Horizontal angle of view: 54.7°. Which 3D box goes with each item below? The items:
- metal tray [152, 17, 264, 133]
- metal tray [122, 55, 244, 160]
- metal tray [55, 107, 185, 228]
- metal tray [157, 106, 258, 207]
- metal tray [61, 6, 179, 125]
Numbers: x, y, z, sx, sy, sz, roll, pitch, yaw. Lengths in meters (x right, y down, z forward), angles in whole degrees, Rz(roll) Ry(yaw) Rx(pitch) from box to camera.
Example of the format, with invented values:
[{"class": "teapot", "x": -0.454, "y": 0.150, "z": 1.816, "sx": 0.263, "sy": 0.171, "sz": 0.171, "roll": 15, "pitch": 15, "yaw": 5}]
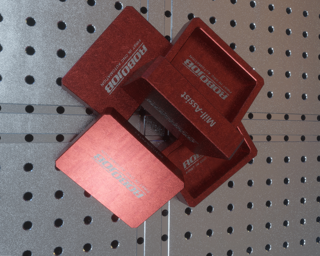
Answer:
[{"class": "metal tray", "x": 0.064, "y": -0.065, "z": 0.402, "sx": 0.130, "sy": 0.030, "sz": 0.090, "roll": 38, "pitch": 78, "yaw": -17}, {"class": "metal tray", "x": 0.023, "y": -0.019, "z": 0.355, "sx": 0.130, "sy": 0.090, "sz": 0.030, "roll": 42, "pitch": 77, "yaw": -16}, {"class": "metal tray", "x": -0.045, "y": 0.050, "z": 0.374, "sx": 0.090, "sy": 0.030, "sz": 0.130, "roll": -43, "pitch": 105, "yaw": 11}, {"class": "metal tray", "x": 0.065, "y": 0.035, "z": 0.434, "sx": 0.131, "sy": 0.030, "sz": 0.090, "roll": -35, "pitch": 102, "yaw": -17}, {"class": "metal tray", "x": -0.048, "y": -0.075, "z": 0.392, "sx": 0.090, "sy": 0.030, "sz": 0.130, "roll": 41, "pitch": 77, "yaw": -16}]
